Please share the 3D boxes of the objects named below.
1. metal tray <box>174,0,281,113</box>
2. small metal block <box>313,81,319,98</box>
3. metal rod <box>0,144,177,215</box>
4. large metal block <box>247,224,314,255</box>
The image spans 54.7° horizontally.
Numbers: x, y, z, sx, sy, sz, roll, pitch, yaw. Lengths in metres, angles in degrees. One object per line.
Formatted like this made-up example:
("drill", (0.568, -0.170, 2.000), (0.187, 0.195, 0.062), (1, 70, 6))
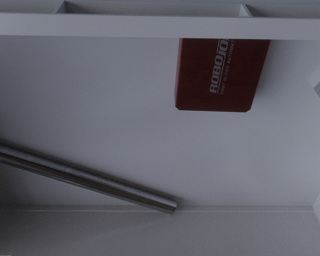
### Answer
("metal tray", (0.066, -0.078, 0.340), (0.091, 0.030, 0.129), (2, 130, -2))
("small metal block", (0.225, -0.051, 0.369), (0.050, 0.025, 0.050), (20, 127, -17))
("metal rod", (-0.111, 0.081, 0.476), (0.302, 0.025, 0.025), (22, 127, -18))
("large metal block", (0.231, 0.238, 0.601), (0.081, 0.050, 0.079), (14, 129, -13))
